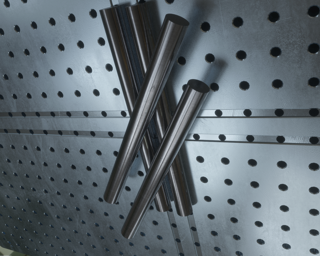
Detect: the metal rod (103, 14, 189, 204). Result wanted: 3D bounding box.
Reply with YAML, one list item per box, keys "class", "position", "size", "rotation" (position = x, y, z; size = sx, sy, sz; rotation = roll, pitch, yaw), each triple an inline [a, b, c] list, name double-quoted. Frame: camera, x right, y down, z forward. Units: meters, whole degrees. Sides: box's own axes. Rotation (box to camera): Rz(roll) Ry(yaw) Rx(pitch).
- class: "metal rod"
  position: [-0.030, 0.001, 0.397]
  size: [0.025, 0.025, 0.298]
  rotation: [30, 128, 9]

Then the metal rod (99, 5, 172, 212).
- class: "metal rod"
  position: [-0.026, -0.008, 0.421]
  size: [0.025, 0.025, 0.298]
  rotation: [1, 119, 28]

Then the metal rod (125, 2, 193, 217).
- class: "metal rod"
  position: [0.005, -0.005, 0.406]
  size: [0.025, 0.025, 0.298]
  rotation: [1, 119, 28]

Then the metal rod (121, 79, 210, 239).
- class: "metal rod"
  position: [-0.005, 0.063, 0.421]
  size: [0.025, 0.025, 0.298]
  rotation: [30, 128, 9]
